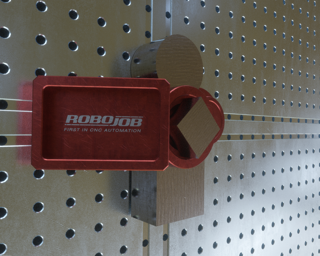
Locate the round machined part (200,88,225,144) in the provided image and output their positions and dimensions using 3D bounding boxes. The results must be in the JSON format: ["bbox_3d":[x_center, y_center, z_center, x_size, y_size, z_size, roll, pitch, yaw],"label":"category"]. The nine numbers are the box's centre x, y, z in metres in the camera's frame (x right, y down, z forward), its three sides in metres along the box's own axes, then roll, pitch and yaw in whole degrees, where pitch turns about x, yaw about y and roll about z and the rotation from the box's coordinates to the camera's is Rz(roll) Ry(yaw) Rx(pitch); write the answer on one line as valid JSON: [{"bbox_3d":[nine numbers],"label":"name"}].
[{"bbox_3d":[0.055,-0.010,0.442,0.099,0.042,0.097,0,90,-40],"label":"round machined part"}]

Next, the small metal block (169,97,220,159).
[{"bbox_3d":[0.037,-0.001,0.360,0.050,0.025,0.050,-49,119,-29],"label":"small metal block"}]

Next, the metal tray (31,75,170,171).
[{"bbox_3d":[-0.057,-0.004,0.311,0.131,0.030,0.089,1,89,-3],"label":"metal tray"}]

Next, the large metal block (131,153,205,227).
[{"bbox_3d":[0.011,0.073,0.398,0.081,0.050,0.080,1,90,-40],"label":"large metal block"}]

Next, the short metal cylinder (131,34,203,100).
[{"bbox_3d":[0.010,-0.075,0.400,0.081,0.050,0.080,0,90,-40],"label":"short metal cylinder"}]

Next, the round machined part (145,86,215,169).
[{"bbox_3d":[0.020,-0.001,0.377,0.099,0.042,0.097,0,90,-40],"label":"round machined part"}]
